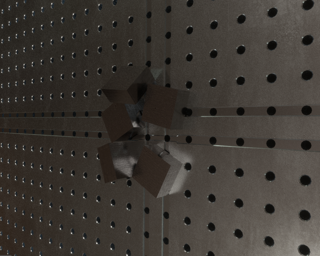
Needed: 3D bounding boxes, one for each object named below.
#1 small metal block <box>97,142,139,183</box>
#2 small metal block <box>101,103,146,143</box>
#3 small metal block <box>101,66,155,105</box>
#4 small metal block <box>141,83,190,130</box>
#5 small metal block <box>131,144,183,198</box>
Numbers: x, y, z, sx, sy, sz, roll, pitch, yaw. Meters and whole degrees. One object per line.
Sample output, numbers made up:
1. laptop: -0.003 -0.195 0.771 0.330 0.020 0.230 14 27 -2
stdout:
1. small metal block: -0.056 0.048 0.437 0.025 0.050 0.050 -24 75 37
2. small metal block: -0.054 -0.011 0.452 0.050 0.025 0.050 -35 69 34
3. small metal block: -0.043 -0.060 0.425 0.050 0.025 0.050 8 51 39
4. small metal block: 0.007 -0.028 0.402 0.050 0.025 0.050 18 101 38
5. small metal block: -0.005 0.056 0.411 0.050 0.025 0.050 34 111 34
